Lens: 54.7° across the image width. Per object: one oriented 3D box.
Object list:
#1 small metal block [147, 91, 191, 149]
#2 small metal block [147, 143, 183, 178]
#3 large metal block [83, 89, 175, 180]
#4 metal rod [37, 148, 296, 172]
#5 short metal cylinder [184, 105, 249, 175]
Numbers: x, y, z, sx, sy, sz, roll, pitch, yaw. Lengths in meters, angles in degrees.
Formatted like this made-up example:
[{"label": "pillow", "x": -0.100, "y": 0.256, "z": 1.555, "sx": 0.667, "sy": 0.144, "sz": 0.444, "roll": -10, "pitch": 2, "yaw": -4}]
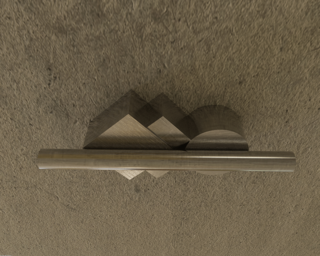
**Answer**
[{"label": "small metal block", "x": 0.011, "y": -0.009, "z": 0.385, "sx": 0.025, "sy": 0.050, "sz": 0.050, "roll": -35, "pitch": 122, "yaw": 26}, {"label": "small metal block", "x": 0.006, "y": 0.032, "z": 0.421, "sx": 0.050, "sy": 0.050, "sz": 0.025, "roll": -35, "pitch": 122, "yaw": 25}, {"label": "large metal block", "x": -0.038, "y": 0.011, "z": 0.399, "sx": 0.080, "sy": 0.050, "sz": 0.080, "roll": -35, "pitch": 122, "yaw": 25}, {"label": "metal rod", "x": 0.009, "y": 0.039, "z": 0.374, "sx": 0.302, "sy": 0.025, "sz": 0.025, "roll": 1, "pitch": 130, "yaw": -1}, {"label": "short metal cylinder", "x": 0.070, "y": 0.016, "z": 0.406, "sx": 0.081, "sy": 0.050, "sz": 0.079, "roll": 0, "pitch": 130, "yaw": 0}]
